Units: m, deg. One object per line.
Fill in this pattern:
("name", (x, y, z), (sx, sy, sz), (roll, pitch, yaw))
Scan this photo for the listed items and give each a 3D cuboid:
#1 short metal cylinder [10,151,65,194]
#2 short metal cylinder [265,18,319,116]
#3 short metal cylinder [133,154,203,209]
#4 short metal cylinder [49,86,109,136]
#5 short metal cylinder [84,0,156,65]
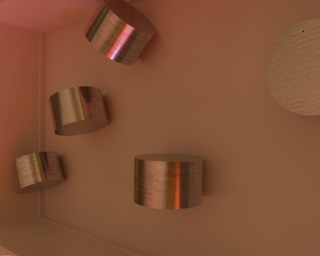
("short metal cylinder", (-0.214, 0.079, 0.544), (0.080, 0.081, 0.050), (-30, 72, 36))
("short metal cylinder", (0.142, -0.050, 0.273), (0.080, 0.050, 0.079), (0, 90, 39))
("short metal cylinder", (0.010, 0.059, 0.361), (0.080, 0.081, 0.050), (2, 91, 39))
("short metal cylinder", (-0.123, -0.024, 0.469), (0.080, 0.081, 0.050), (-24, 75, 37))
("short metal cylinder", (-0.052, -0.130, 0.412), (0.050, 0.081, 0.080), (-49, 61, 28))
